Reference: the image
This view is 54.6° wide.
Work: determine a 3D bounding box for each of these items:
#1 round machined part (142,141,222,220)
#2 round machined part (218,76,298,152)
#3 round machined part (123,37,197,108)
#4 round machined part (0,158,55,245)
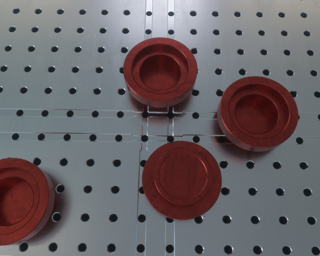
[{"bbox_3d":[0.027,0.062,0.380,0.099,0.042,0.098,0,70,0],"label":"round machined part"},{"bbox_3d":[0.125,-0.016,0.409,0.099,0.042,0.098,0,70,0],"label":"round machined part"},{"bbox_3d":[0.000,-0.072,0.429,0.099,0.042,0.098,0,70,0],"label":"round machined part"},{"bbox_3d":[-0.175,0.088,0.370,0.099,0.042,0.098,0,70,0],"label":"round machined part"}]
